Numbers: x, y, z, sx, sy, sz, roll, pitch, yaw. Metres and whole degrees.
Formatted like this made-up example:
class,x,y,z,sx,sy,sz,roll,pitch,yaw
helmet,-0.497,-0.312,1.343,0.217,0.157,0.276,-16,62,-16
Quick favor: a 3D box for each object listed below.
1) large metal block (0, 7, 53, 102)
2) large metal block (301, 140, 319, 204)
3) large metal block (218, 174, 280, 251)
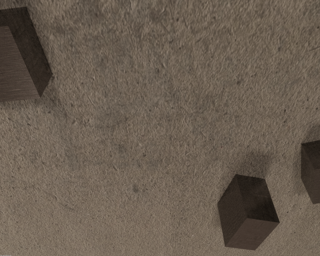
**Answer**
class,x,y,z,sx,sy,sz,roll,pitch,yaw
large metal block,-0.172,-0.074,0.325,0.080,0.050,0.080,-5,130,4
large metal block,0.254,0.059,0.445,0.080,0.050,0.080,-13,129,10
large metal block,0.134,0.132,0.486,0.050,0.080,0.079,11,129,-10
